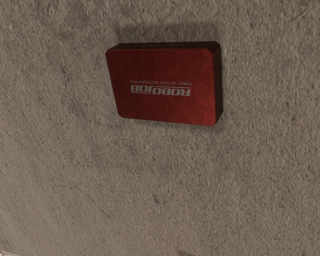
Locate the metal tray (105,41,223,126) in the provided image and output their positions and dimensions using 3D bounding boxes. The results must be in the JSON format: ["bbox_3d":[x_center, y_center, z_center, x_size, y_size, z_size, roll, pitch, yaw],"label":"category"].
[{"bbox_3d":[0.005,-0.053,0.367,0.130,0.030,0.089,6,121,24],"label":"metal tray"}]
